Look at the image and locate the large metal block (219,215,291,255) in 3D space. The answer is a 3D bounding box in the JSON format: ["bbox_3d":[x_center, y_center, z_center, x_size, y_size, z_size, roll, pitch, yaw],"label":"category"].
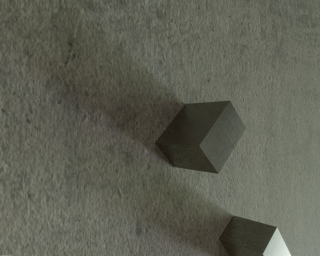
[{"bbox_3d":[0.156,0.197,0.503,0.050,0.080,0.080,-46,118,-31],"label":"large metal block"}]

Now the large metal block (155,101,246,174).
[{"bbox_3d":[0.055,0.010,0.417,0.080,0.080,0.050,-52,121,-28],"label":"large metal block"}]
